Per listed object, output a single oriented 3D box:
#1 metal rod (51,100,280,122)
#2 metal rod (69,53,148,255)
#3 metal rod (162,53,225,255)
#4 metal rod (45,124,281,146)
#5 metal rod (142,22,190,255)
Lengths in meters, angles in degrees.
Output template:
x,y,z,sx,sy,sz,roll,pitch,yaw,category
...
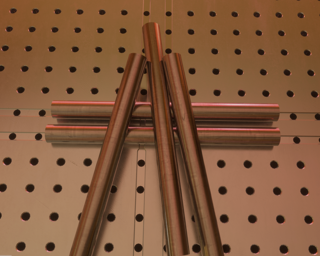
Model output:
x,y,z,sx,sy,sz,roll,pitch,yaw,category
0.007,-0.023,0.420,0.302,0.025,0.025,1,70,0,metal rod
-0.065,0.049,0.374,0.025,0.025,0.299,14,77,4,metal rod
0.042,0.050,0.374,0.025,0.025,0.299,-10,77,-4,metal rod
0.004,0.009,0.409,0.302,0.025,0.025,1,70,0,metal rod
0.004,-0.001,0.386,0.025,0.025,0.299,-6,70,-3,metal rod
